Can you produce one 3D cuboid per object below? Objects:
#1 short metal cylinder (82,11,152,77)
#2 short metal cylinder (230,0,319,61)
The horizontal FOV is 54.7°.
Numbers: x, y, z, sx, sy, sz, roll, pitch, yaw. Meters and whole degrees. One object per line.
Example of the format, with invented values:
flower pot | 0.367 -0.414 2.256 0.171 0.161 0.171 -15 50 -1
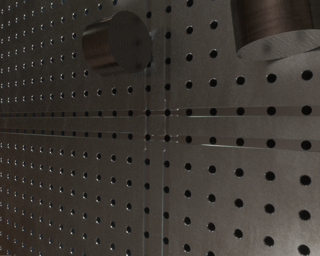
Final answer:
short metal cylinder | -0.056 -0.111 0.418 0.050 0.081 0.079 -1 89 40
short metal cylinder | 0.108 -0.098 0.284 0.080 0.081 0.050 -9 84 39
